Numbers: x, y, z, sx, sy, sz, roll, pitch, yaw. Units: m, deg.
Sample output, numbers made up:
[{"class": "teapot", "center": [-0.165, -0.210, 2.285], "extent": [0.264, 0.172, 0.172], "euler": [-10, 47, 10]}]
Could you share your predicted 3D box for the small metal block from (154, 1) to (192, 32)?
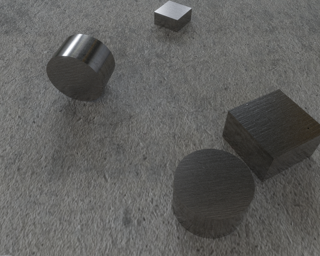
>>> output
[{"class": "small metal block", "center": [0.024, -0.209, 0.579], "extent": [0.050, 0.025, 0.050], "euler": [27, 55, 21]}]

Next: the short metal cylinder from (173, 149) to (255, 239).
[{"class": "short metal cylinder", "center": [0.054, 0.069, 0.329], "extent": [0.081, 0.050, 0.080], "euler": [0, 50, 0]}]

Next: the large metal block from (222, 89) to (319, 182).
[{"class": "large metal block", "center": [0.137, 0.007, 0.382], "extent": [0.081, 0.050, 0.080], "euler": [-23, 54, -18]}]

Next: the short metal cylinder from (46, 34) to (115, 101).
[{"class": "short metal cylinder", "center": [-0.110, -0.084, 0.437], "extent": [0.080, 0.080, 0.050], "euler": [11, 51, 9]}]
